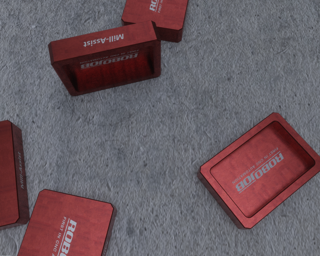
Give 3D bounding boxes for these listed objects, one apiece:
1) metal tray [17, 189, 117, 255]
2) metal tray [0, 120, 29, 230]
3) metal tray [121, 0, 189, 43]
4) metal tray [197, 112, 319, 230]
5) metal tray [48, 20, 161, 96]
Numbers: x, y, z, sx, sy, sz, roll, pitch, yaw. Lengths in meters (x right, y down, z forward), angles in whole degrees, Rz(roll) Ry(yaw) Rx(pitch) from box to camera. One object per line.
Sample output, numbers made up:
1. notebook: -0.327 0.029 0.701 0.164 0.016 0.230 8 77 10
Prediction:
1. metal tray: -0.110 0.143 0.352 0.090 0.030 0.130 12 70 4
2. metal tray: -0.217 0.062 0.381 0.091 0.030 0.130 -13 71 -5
3. metal tray: -0.001 -0.200 0.479 0.090 0.030 0.130 10 70 3
4. metal tray: 0.124 0.052 0.387 0.131 0.030 0.090 -35 74 -12
5. metal tray: -0.065 -0.087 0.404 0.131 0.090 0.030 -14 71 -5
